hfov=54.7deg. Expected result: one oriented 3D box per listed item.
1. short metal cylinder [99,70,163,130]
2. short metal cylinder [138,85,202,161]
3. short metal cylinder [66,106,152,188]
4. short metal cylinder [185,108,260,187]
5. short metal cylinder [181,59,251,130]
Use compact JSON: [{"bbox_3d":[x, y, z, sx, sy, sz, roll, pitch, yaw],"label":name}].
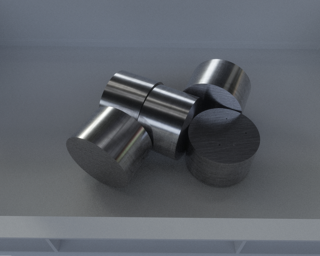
[{"bbox_3d":[-0.034,-0.027,0.389,0.050,0.080,0.080,20,53,16],"label":"short metal cylinder"},{"bbox_3d":[0.012,-0.007,0.374,0.050,0.080,0.080,21,53,16],"label":"short metal cylinder"},{"bbox_3d":[-0.056,0.022,0.348,0.080,0.080,0.050,23,54,18],"label":"short metal cylinder"},{"bbox_3d":[0.072,0.023,0.368,0.081,0.050,0.080,0,50,0],"label":"short metal cylinder"},{"bbox_3d":[0.072,-0.042,0.403,0.080,0.080,0.050,18,52,14],"label":"short metal cylinder"}]
